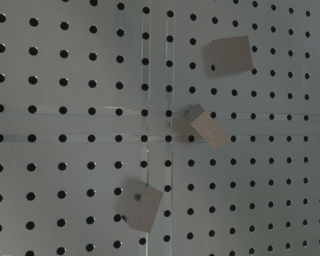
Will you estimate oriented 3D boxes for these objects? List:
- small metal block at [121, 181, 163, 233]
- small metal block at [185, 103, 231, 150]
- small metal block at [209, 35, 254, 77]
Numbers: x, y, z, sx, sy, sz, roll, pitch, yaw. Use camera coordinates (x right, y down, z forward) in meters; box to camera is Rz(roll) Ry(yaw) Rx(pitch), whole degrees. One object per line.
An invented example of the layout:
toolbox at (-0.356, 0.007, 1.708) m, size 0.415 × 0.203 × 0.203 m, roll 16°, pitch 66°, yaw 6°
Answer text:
small metal block at (-0.023, 0.098, 0.391) m, size 0.025 × 0.050 × 0.050 m, roll 21°, pitch 83°, yaw -19°
small metal block at (0.063, -0.003, 0.419) m, size 0.025 × 0.050 × 0.050 m, roll -43°, pitch 105°, yaw 8°
small metal block at (0.104, -0.104, 0.450) m, size 0.050 × 0.025 × 0.050 m, roll -12°, pitch 94°, yaw -20°
